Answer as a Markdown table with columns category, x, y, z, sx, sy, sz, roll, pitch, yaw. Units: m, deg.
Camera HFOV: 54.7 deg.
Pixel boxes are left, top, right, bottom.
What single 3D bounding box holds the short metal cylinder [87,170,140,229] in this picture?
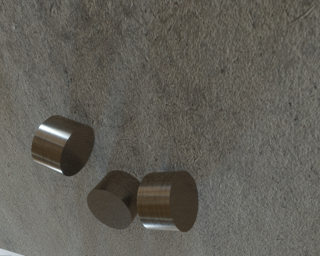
| category | x | y | z | sx | sy | sz | roll | pitch | yaw |
| --- | --- | --- | --- | --- | --- | --- | --- | --- | --- |
| short metal cylinder | -0.069 | 0.115 | 0.498 | 0.080 | 0.050 | 0.079 | 13 | 124 | 21 |

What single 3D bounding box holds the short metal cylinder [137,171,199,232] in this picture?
| category | x | y | z | sx | sy | sz | roll | pitch | yaw |
| --- | --- | --- | --- | --- | --- | --- | --- | --- | --- |
| short metal cylinder | 0.013 | 0.100 | 0.427 | 0.050 | 0.080 | 0.080 | -8 | 114 | 32 |

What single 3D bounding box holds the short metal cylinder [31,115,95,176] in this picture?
| category | x | y | z | sx | sy | sz | roll | pitch | yaw |
| --- | --- | --- | --- | --- | --- | --- | --- | --- | --- |
| short metal cylinder | -0.142 | 0.026 | 0.463 | 0.050 | 0.080 | 0.079 | 19 | 126 | 17 |
